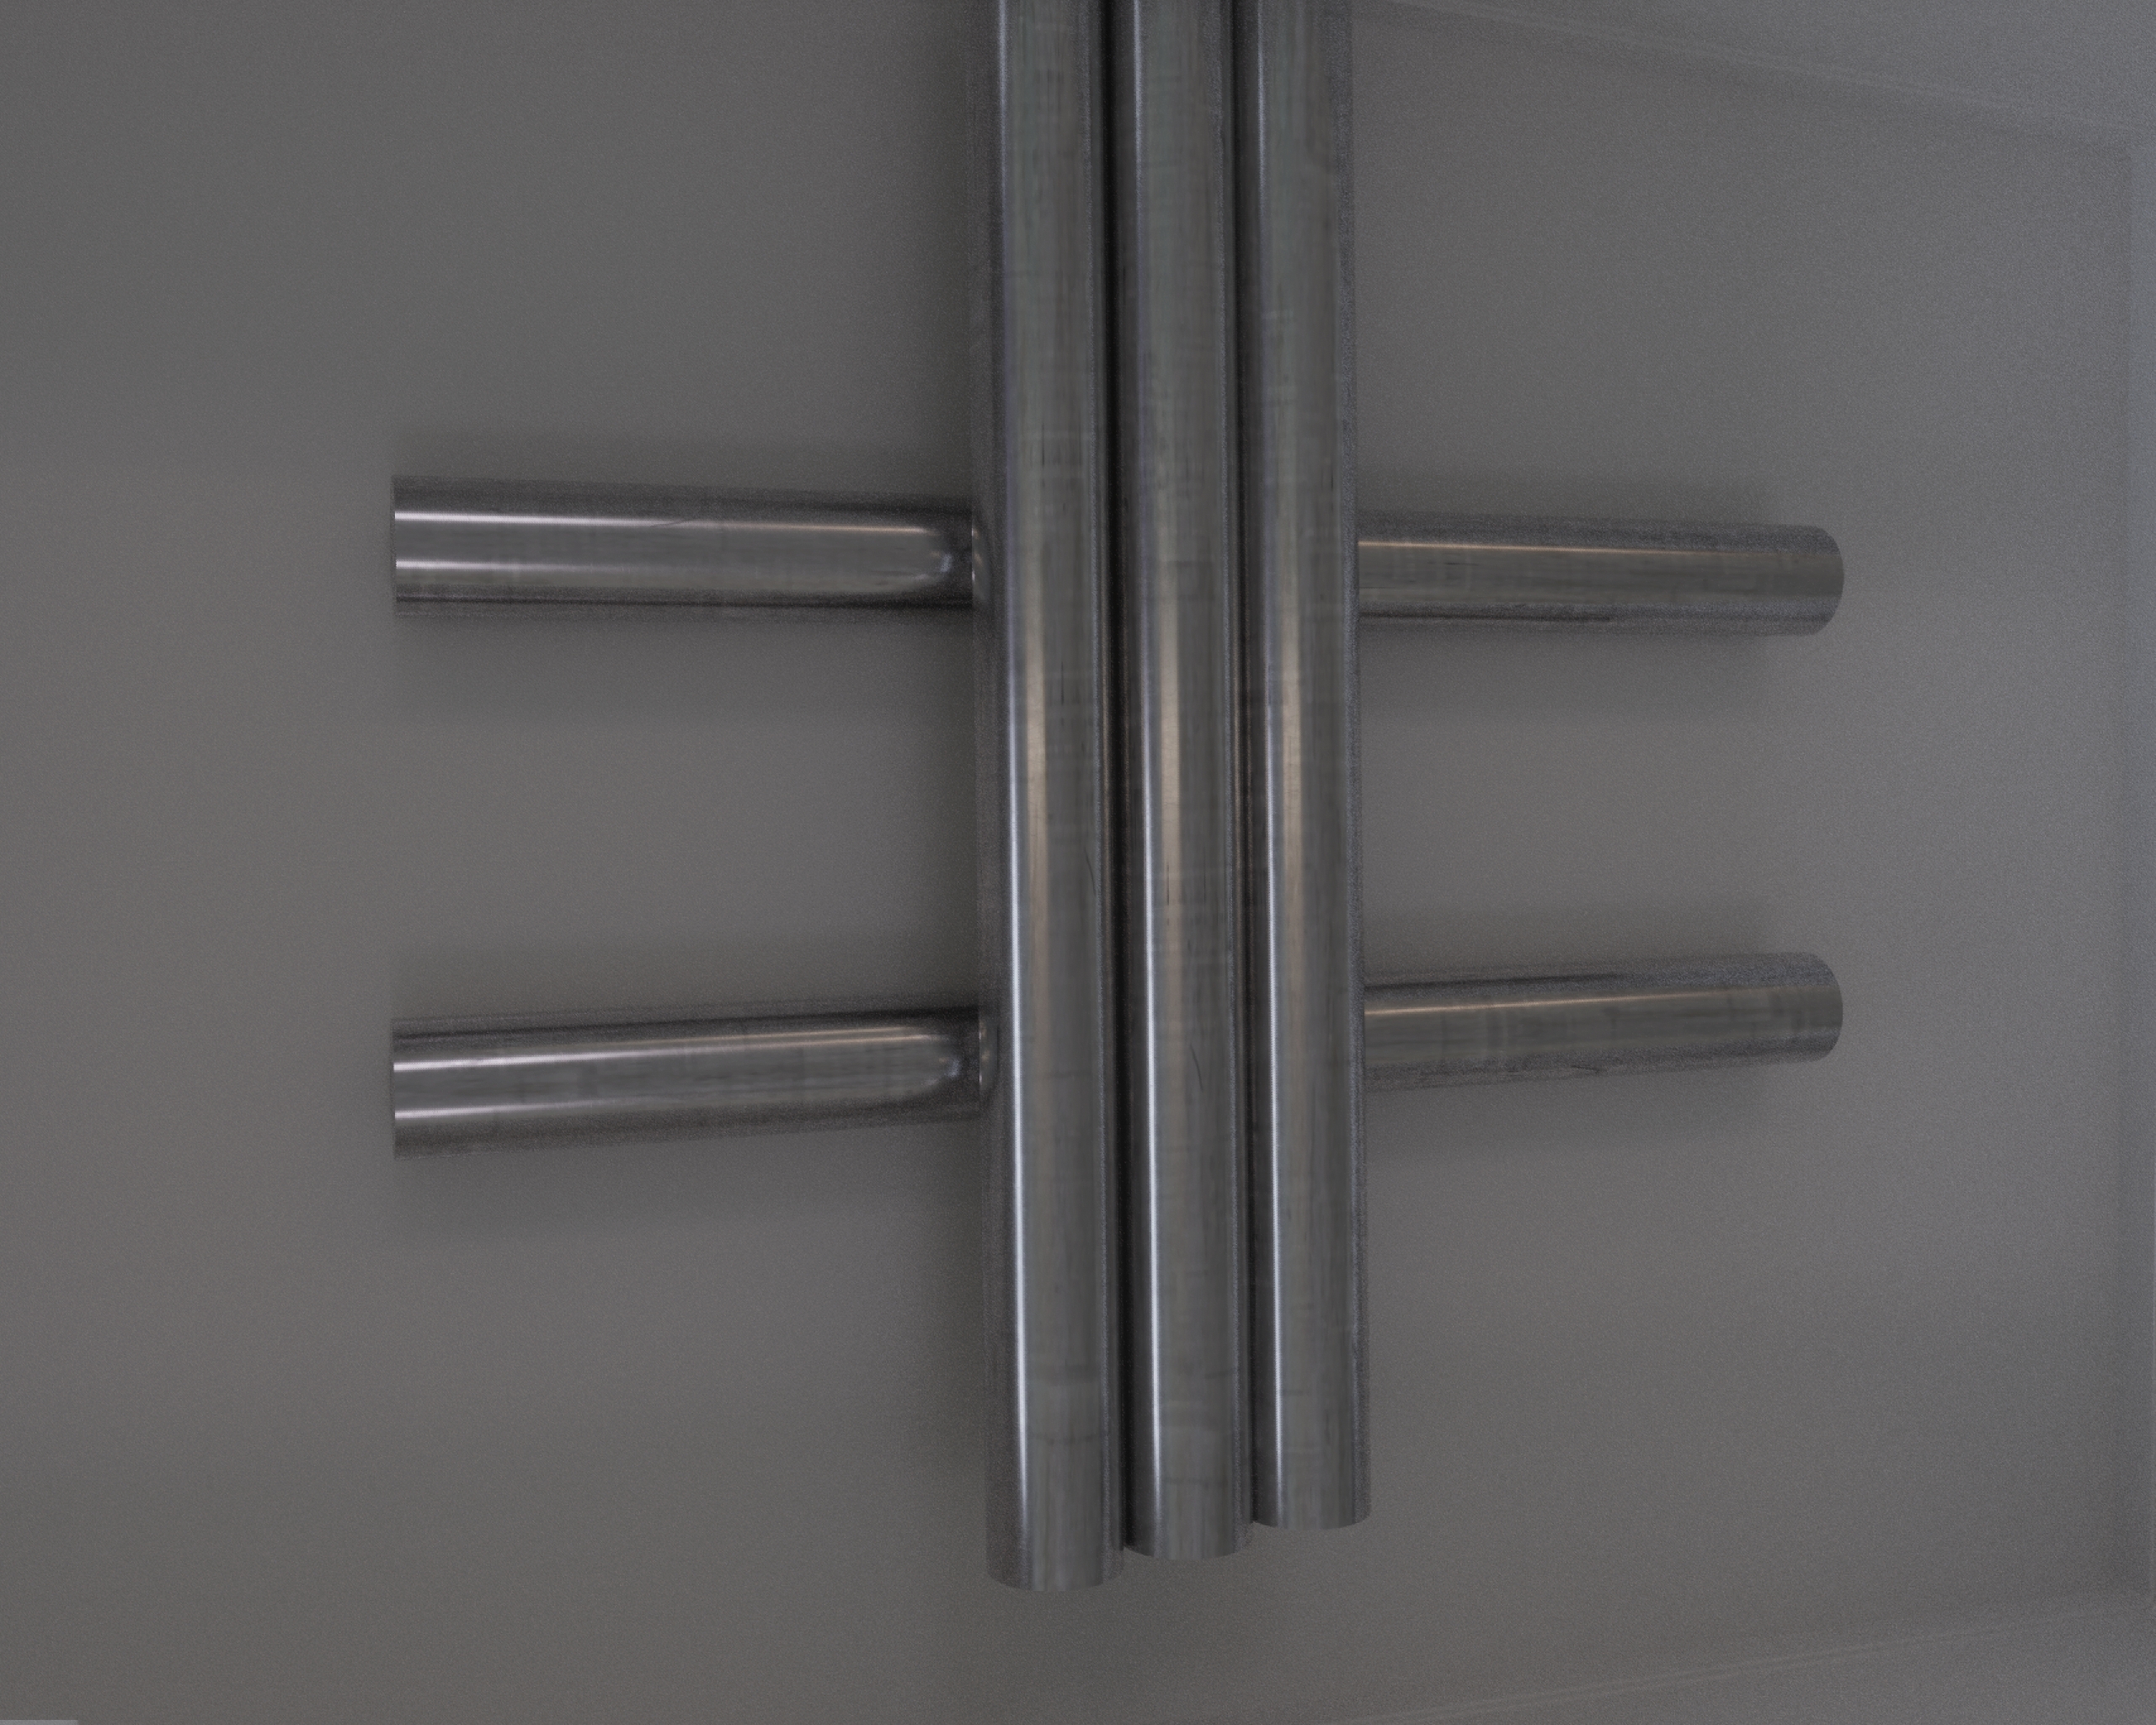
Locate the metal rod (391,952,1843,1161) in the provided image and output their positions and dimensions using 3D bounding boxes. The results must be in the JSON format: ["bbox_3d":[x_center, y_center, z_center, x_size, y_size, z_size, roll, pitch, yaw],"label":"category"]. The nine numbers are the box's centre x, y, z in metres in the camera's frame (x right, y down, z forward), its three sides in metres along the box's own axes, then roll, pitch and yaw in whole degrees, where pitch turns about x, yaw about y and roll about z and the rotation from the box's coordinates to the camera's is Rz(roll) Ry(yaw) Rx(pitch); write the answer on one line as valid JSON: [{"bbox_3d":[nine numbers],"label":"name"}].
[{"bbox_3d":[0.022,0.036,0.417,0.303,0.025,0.025,-1,91,-20],"label":"metal rod"}]

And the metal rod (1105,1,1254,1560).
[{"bbox_3d":[0.018,-0.023,0.388,0.025,0.025,0.298,-1,90,-20],"label":"metal rod"}]

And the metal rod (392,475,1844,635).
[{"bbox_3d":[0.022,-0.059,0.417,0.303,0.025,0.025,-2,91,-20],"label":"metal rod"}]

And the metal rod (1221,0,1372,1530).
[{"bbox_3d":[0.041,-0.026,0.397,0.025,0.025,0.298,-1,90,-20],"label":"metal rod"}]

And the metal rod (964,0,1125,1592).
[{"bbox_3d":[-0.006,-0.021,0.379,0.025,0.025,0.298,-1,90,-20],"label":"metal rod"}]
